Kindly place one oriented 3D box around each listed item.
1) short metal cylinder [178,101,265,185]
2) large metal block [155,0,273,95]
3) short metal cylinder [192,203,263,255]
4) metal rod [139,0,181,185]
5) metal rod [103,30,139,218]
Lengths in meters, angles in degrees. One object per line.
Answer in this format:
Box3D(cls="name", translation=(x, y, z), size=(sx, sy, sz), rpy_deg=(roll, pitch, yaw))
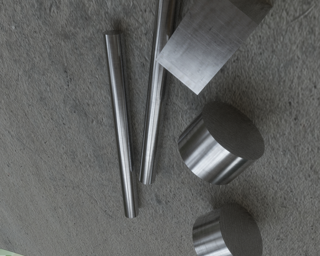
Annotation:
Box3D(cls="short metal cylinder", translation=(0.068, 0.016, 0.346), size=(0.080, 0.080, 0.050), rpy_deg=(38, 129, 2))
Box3D(cls="large metal block", translation=(0.052, -0.089, 0.289), size=(0.050, 0.080, 0.080), rpy_deg=(40, 129, 1))
Box3D(cls="short metal cylinder", translation=(0.090, 0.147, 0.415), size=(0.080, 0.080, 0.050), rpy_deg=(47, 129, -5))
Box3D(cls="metal rod", translation=(-0.003, -0.046, 0.379), size=(0.025, 0.025, 0.298), rpy_deg=(19, 126, 17))
Box3D(cls="metal rod", translation=(-0.051, 0.015, 0.442), size=(0.025, 0.025, 0.298), rpy_deg=(12, 124, 21))
